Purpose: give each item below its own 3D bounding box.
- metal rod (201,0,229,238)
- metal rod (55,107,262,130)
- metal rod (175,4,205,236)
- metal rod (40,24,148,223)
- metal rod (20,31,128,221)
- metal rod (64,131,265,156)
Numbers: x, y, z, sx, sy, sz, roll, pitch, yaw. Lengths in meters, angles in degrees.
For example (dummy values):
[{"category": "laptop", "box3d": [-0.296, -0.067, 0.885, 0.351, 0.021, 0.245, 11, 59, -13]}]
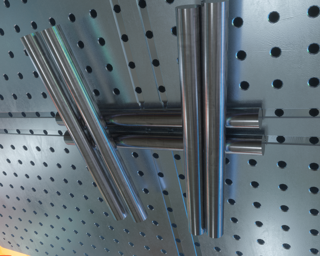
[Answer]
[{"category": "metal rod", "box3d": [0.063, 0.013, 0.355, 0.025, 0.025, 0.298, 9, 122, 24]}, {"category": "metal rod", "box3d": [-0.021, -0.013, 0.415, 0.300, 0.025, 0.025, 1, 119, 27]}, {"category": "metal rod", "box3d": [0.040, 0.014, 0.368, 0.025, 0.025, 0.298, 9, 122, 24]}, {"category": "metal rod", "box3d": [-0.082, 0.009, 0.429, 0.025, 0.025, 0.299, -8, 115, 32]}, {"category": "metal rod", "box3d": [-0.115, 0.011, 0.448, 0.025, 0.025, 0.299, -8, 114, 32]}, {"category": "metal rod", "box3d": [-0.013, 0.017, 0.430, 0.300, 0.025, 0.025, 1, 119, 27]}]
